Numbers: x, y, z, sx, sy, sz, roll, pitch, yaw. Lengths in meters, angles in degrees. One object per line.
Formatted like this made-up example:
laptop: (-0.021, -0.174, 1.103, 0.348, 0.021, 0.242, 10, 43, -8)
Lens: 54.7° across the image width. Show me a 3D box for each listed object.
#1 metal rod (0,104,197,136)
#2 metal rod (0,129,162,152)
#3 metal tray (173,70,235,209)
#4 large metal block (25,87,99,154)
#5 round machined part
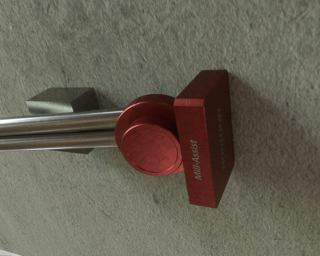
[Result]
metal rod: (-0.091, -0.010, 0.390, 0.301, 0.025, 0.025, -4, 117, 15)
metal rod: (-0.087, 0.014, 0.403, 0.301, 0.025, 0.025, -3, 118, 15)
metal tray: (0.054, 0.011, 0.343, 0.030, 0.090, 0.129, 4, 120, 26)
large metal block: (-0.133, -0.012, 0.448, 0.080, 0.050, 0.079, 3, 120, 26)
round machined part: (-0.004, 0.015, 0.344, 0.098, 0.042, 0.097, 7, 122, 11)
